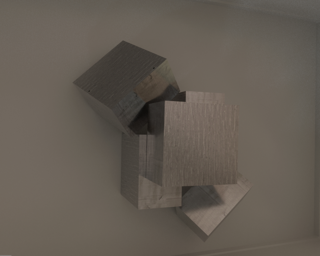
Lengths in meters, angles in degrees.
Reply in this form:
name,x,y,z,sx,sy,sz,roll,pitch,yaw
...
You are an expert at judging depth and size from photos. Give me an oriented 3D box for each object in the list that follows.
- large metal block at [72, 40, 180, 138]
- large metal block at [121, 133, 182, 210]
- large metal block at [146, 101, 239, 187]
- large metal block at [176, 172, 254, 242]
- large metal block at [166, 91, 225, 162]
name,x,y,z,sx,sy,sz,roll,pitch,yaw
large metal block,-0.038,-0.047,0.358,0.080,0.080,0.050,-45,139,-15
large metal block,-0.013,0.047,0.375,0.050,0.080,0.080,1,90,-20
large metal block,0.033,0.015,0.322,0.081,0.050,0.080,2,90,-20
large metal block,0.067,0.094,0.396,0.080,0.080,0.050,-43,69,-15
large metal block,0.038,-0.001,0.392,0.050,0.080,0.080,1,90,-20
